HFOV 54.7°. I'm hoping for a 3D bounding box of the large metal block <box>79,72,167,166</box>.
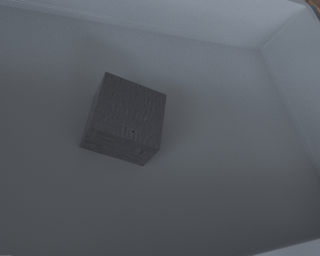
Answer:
[{"bbox_3d":[-0.043,-0.010,0.374,0.081,0.050,0.080,19,54,-17],"label":"large metal block"}]
